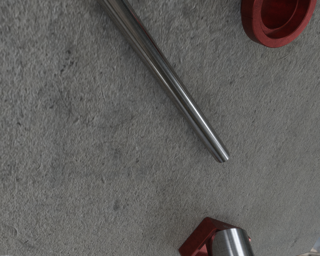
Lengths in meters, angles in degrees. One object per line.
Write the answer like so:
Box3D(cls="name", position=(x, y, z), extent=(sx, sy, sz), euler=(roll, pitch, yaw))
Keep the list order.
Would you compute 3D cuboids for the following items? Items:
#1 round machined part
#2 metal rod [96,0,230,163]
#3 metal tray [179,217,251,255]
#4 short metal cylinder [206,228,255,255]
Box3D(cls="round machined part", position=(0.139, -0.152, 0.380), extent=(0.099, 0.042, 0.097), euler=(-14, 125, -21))
Box3D(cls="metal rod", position=(0.024, -0.043, 0.394), extent=(0.025, 0.025, 0.300), euler=(-41, 130, -1))
Box3D(cls="metal tray", position=(0.110, 0.230, 0.608), extent=(0.131, 0.030, 0.090), euler=(29, 102, -38))
Box3D(cls="short metal cylinder", position=(0.128, 0.225, 0.567), extent=(0.081, 0.050, 0.080), euler=(-7, 140, -5))
